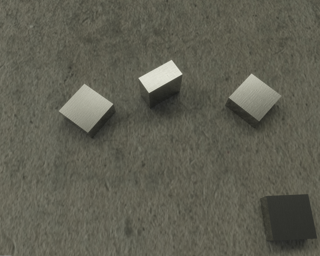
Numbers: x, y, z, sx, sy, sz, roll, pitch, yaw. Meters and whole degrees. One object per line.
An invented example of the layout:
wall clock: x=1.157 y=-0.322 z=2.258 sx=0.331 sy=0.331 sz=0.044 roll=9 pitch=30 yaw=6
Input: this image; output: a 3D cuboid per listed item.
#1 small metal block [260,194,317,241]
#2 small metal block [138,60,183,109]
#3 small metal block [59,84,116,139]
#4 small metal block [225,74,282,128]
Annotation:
small metal block: x=0.152 y=0.107 z=0.371 sx=0.050 sy=0.025 sz=0.050 roll=-2 pitch=70 yaw=-1
small metal block: x=0.001 y=-0.057 z=0.416 sx=0.050 sy=0.050 sz=0.025 roll=-31 pitch=73 yaw=-11
small metal block: x=-0.096 y=-0.022 z=0.415 sx=0.050 sy=0.025 sz=0.050 roll=35 pitch=73 yaw=11
small metal block: x=0.127 y=-0.037 z=0.423 sx=0.050 sy=0.025 sz=0.050 roll=41 pitch=75 yaw=13
